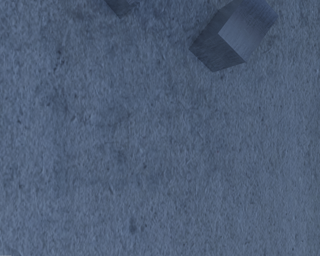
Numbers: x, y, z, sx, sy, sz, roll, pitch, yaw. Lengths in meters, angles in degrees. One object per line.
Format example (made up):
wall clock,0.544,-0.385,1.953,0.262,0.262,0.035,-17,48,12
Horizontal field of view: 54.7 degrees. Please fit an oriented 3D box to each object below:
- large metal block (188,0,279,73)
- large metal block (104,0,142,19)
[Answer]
large metal block,0.096,-0.127,0.416,0.050,0.080,0.080,40,77,-16
large metal block,-0.042,-0.198,0.381,0.080,0.050,0.080,-46,105,-14
